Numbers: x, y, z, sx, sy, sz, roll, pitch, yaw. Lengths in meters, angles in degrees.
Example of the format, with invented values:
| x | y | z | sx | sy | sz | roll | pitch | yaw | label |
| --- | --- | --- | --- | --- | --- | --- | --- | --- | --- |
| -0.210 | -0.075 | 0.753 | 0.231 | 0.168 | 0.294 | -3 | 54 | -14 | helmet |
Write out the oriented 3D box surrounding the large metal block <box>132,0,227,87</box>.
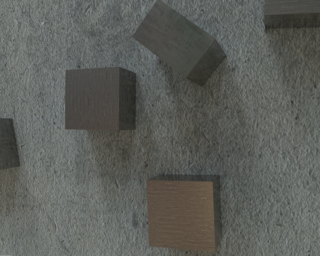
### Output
| x | y | z | sx | sy | sz | roll | pitch | yaw | label |
| --- | --- | --- | --- | --- | --- | --- | --- | --- | --- |
| 0.026 | -0.097 | 0.370 | 0.080 | 0.080 | 0.050 | 40 | 103 | 15 | large metal block |

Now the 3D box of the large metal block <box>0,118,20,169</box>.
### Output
| x | y | z | sx | sy | sz | roll | pitch | yaw | label |
| --- | --- | --- | --- | --- | --- | --- | --- | --- | --- |
| -0.280 | 0.031 | 0.495 | 0.080 | 0.050 | 0.080 | -12 | 86 | 19 | large metal block |

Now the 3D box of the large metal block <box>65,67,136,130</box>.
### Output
| x | y | z | sx | sy | sz | roll | pitch | yaw | label |
| --- | --- | --- | --- | --- | --- | --- | --- | --- | --- |
| -0.080 | -0.038 | 0.424 | 0.080 | 0.050 | 0.080 | 1 | 90 | 20 | large metal block |

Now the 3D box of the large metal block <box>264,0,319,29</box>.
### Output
| x | y | z | sx | sy | sz | roll | pitch | yaw | label |
| --- | --- | --- | --- | --- | --- | --- | --- | --- | --- |
| 0.160 | -0.157 | 0.339 | 0.080 | 0.050 | 0.079 | 4 | 92 | 20 | large metal block |

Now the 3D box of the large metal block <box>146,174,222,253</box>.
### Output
| x | y | z | sx | sy | sz | roll | pitch | yaw | label |
| --- | --- | --- | --- | --- | --- | --- | --- | --- | --- |
| 0.032 | 0.101 | 0.384 | 0.080 | 0.050 | 0.080 | -2 | 89 | 20 | large metal block |
